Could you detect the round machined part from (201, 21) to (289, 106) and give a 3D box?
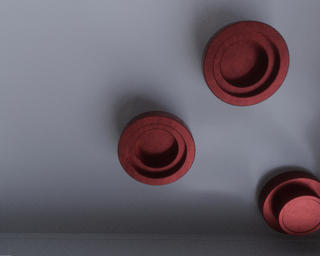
[{"bbox_3d":[0.099,-0.079,0.374,0.099,0.042,0.097,0,110,0],"label":"round machined part"}]

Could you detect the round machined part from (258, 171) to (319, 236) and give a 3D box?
[{"bbox_3d":[0.197,0.115,0.446,0.099,0.042,0.097,0,110,0],"label":"round machined part"}]

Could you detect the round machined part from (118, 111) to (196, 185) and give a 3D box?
[{"bbox_3d":[-0.004,0.023,0.411,0.099,0.042,0.097,0,110,0],"label":"round machined part"}]
